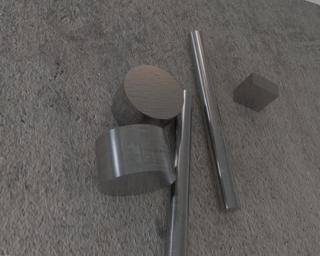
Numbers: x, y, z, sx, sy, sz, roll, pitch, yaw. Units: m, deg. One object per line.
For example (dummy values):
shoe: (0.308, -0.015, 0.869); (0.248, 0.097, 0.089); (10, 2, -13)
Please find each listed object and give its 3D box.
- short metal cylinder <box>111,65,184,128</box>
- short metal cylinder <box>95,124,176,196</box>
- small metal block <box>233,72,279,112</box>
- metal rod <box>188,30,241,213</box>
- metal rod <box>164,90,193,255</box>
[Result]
short metal cylinder: (-0.016, -0.034, 0.400); (0.081, 0.050, 0.080); (14, 56, -21)
short metal cylinder: (-0.027, 0.037, 0.332); (0.081, 0.080, 0.050); (3, 61, -27)
small metal block: (0.156, -0.057, 0.507); (0.050, 0.050, 0.025); (23, 53, -15)
metal rod: (0.075, -0.028, 0.460); (0.025, 0.025, 0.299); (8, 58, -24)
metal rod: (0.023, 0.077, 0.368); (0.025, 0.025, 0.300); (18, 55, -18)
